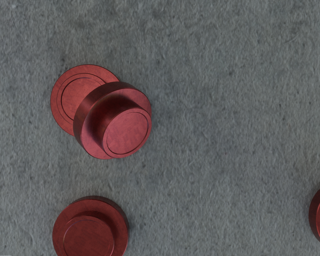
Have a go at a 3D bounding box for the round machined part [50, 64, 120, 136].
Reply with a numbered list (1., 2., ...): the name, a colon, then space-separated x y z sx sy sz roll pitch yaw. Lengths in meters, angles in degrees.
1. round machined part: -0.093 -0.034 0.400 0.099 0.042 0.097 0 90 -1

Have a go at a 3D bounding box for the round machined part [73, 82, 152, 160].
1. round machined part: -0.049 -0.003 0.372 0.098 0.098 0.042 -52 50 0

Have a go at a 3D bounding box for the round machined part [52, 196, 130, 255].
1. round machined part: -0.091 0.141 0.400 0.099 0.042 0.097 0 90 -1

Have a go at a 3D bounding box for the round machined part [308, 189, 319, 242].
1. round machined part: 0.243 0.114 0.405 0.099 0.042 0.097 0 90 -1
